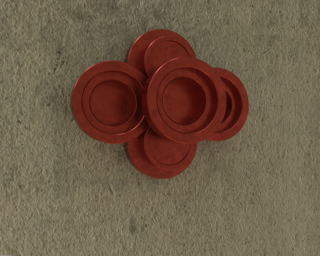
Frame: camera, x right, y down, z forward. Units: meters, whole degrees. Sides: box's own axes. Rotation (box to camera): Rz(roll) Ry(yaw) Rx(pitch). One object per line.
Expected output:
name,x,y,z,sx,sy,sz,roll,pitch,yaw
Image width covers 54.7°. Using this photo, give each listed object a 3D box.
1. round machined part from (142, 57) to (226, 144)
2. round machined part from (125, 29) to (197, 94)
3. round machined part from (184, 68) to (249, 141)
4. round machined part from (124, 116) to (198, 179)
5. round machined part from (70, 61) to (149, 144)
round machined part,0.025,-0.031,0.366,0.099,0.042,0.097,0,91,-21
round machined part,0.006,-0.081,0.404,0.099,0.042,0.097,0,90,-21
round machined part,0.069,-0.031,0.428,0.099,0.042,0.097,0,90,-21
round machined part,0.006,0.018,0.404,0.099,0.042,0.097,0,90,-21
round machined part,-0.059,-0.030,0.380,0.099,0.042,0.097,0,90,-21
